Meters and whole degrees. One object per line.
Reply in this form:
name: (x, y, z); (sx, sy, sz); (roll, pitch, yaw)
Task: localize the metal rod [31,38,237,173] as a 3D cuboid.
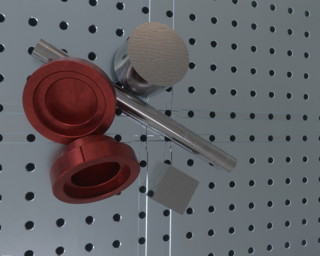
metal rod: (-0.020, -0.020, 0.405); (0.301, 0.025, 0.025); (31, 80, -18)

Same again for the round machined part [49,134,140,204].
round machined part: (-0.076, 0.044, 0.357); (0.099, 0.097, 0.042); (-12, 54, -20)

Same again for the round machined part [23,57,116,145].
round machined part: (-0.099, -0.033, 0.354); (0.099, 0.042, 0.097); (-2, 114, -5)

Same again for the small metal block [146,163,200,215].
small metal block: (0.017, 0.082, 0.419); (0.050, 0.025, 0.050); (32, 80, -17)

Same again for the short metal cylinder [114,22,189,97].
short metal cylinder: (-0.011, -0.083, 0.387); (0.081, 0.050, 0.080); (5, 78, -26)
